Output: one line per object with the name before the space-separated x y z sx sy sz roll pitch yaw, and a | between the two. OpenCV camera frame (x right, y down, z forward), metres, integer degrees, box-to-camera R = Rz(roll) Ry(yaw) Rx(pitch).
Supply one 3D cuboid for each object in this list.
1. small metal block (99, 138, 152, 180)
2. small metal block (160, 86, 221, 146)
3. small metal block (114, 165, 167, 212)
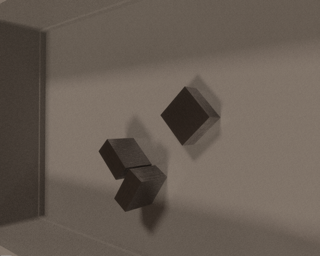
small metal block | -0.048 0.041 0.428 0.025 0.050 0.050 -52 60 27
small metal block | 0.036 -0.014 0.376 0.050 0.025 0.050 -49 61 28
small metal block | -0.025 0.079 0.409 0.025 0.050 0.050 41 115 32
